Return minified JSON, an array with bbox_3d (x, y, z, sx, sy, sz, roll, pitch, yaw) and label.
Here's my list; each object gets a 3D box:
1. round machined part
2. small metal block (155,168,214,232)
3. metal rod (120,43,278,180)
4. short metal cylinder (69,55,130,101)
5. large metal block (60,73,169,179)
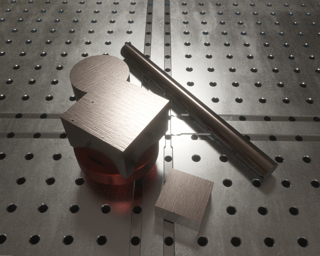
[{"bbox_3d":[-0.050,0.026,0.374,0.099,0.042,0.098,0,50,0],"label":"round machined part"},{"bbox_3d":[0.027,0.078,0.342,0.050,0.025,0.050,17,52,13],"label":"small metal block"},{"bbox_3d":[0.038,-0.039,0.440,0.025,0.025,0.300,-31,57,-24],"label":"metal rod"},{"bbox_3d":[-0.082,-0.059,0.440,0.081,0.050,0.080,0,50,0],"label":"short metal cylinder"},{"bbox_3d":[-0.046,-0.005,0.340,0.080,0.050,0.080,27,55,20],"label":"large metal block"}]
